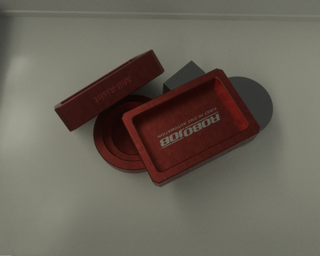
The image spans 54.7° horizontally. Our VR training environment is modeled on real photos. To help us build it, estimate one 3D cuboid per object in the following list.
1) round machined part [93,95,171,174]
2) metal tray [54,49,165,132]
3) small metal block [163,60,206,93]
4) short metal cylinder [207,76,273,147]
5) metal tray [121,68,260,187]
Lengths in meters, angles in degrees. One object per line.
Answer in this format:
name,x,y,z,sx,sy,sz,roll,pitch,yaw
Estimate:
round machined part,-0.032,0.010,0.396,0.099,0.042,0.098,0,70,-1
metal tray,-0.067,-0.048,0.388,0.131,0.090,0.030,-35,106,-13
small metal block,0.031,-0.055,0.414,0.050,0.050,0.025,-41,75,-15
short metal cylinder,0.098,-0.020,0.402,0.081,0.050,0.080,0,70,0
metal tray,0.034,-0.001,0.356,0.131,0.030,0.090,-26,71,-5
